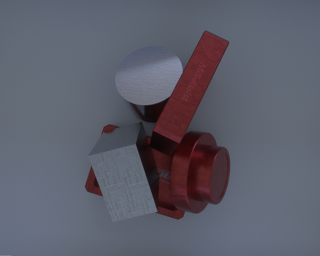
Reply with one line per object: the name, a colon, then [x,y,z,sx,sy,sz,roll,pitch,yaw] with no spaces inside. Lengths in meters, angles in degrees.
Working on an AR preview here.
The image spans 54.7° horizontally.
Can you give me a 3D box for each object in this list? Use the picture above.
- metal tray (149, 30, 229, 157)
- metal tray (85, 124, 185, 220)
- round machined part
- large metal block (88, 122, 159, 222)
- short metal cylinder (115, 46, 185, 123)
metal tray: [0.032,-0.036,0.362,0.030,0.090,0.130,27,74,3]
metal tray: [-0.021,0.056,0.406,0.131,0.030,0.090,17,90,0]
round machined part: [0.053,0.054,0.371,0.042,0.098,0.097,6,90,30]
large metal block: [-0.037,0.047,0.359,0.050,0.080,0.080,-15,106,6]
short metal cylinder: [-0.009,-0.053,0.382,0.080,0.050,0.080,-4,67,10]
